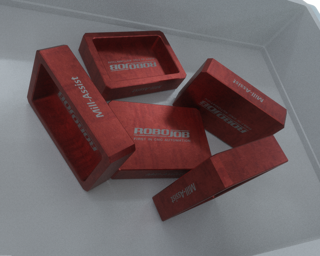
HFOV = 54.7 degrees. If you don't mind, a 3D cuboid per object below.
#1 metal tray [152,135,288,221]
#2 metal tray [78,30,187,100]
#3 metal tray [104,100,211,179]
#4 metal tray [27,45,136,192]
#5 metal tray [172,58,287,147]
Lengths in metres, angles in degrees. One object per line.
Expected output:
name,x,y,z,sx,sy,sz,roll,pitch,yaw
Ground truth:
metal tray,0.059,0.057,0.333,0.091,0.129,0.030,-13,69,-34
metal tray,-0.036,-0.092,0.438,0.131,0.030,0.090,-14,69,-34
metal tray,-0.002,0.016,0.389,0.131,0.030,0.090,3,60,-27
metal tray,-0.087,-0.008,0.320,0.030,0.090,0.130,-27,77,-38
metal tray,0.094,-0.027,0.430,0.130,0.090,0.030,33,52,-7
